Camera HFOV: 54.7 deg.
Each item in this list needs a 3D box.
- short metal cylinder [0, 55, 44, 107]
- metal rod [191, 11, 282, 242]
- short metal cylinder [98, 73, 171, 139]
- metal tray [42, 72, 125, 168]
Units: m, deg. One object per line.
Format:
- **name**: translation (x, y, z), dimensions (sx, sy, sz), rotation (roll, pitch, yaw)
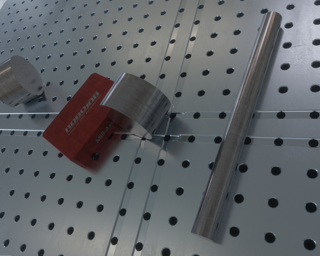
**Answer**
- **short metal cylinder**: translation (-0.260, -0.084, 0.561), dimensions (0.050, 0.080, 0.080), rotation (-26, 53, 12)
- **metal rod**: translation (0.098, -0.018, 0.367), dimensions (0.025, 0.025, 0.300), rotation (10, 66, 32)
- **short metal cylinder**: translation (-0.033, -0.027, 0.407), dimensions (0.080, 0.080, 0.050), rotation (20, 73, 35)
- **metal tray**: translation (-0.108, -0.016, 0.472), dimensions (0.090, 0.030, 0.130), rotation (29, 77, 37)
